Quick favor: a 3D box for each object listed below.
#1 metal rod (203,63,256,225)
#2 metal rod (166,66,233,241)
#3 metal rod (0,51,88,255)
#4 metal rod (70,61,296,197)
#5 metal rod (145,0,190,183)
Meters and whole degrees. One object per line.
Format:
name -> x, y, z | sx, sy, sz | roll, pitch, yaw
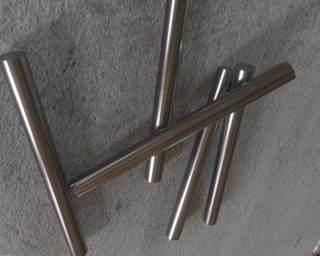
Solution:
metal rod -> 0.098, 0.045, 0.470 | 0.025, 0.025, 0.298 | -13, 129, -21
metal rod -> 0.056, 0.053, 0.469 | 0.025, 0.025, 0.298 | 0, 119, -29
metal rod -> -0.128, 0.056, 0.371 | 0.025, 0.025, 0.298 | -17, 126, -19
metal rod -> 0.023, 0.004, 0.383 | 0.301, 0.025, 0.025 | -29, 130, 5
metal rod -> 0.009, -0.059, 0.374 | 0.025, 0.025, 0.298 | -7, 121, -25
